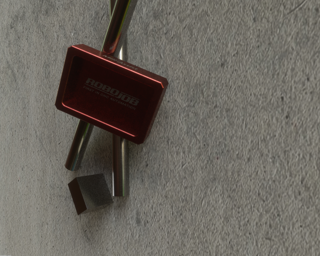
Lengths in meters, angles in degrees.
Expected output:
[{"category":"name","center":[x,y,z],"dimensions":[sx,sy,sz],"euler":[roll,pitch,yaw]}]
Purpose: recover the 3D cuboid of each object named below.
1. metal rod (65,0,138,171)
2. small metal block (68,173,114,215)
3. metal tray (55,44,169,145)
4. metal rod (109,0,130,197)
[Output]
[{"category":"metal rod","center":[-0.092,-0.052,0.451],"dimensions":[0.025,0.025,0.298],"euler":[45,125,30]},{"category":"small metal block","center":[-0.106,0.100,0.473],"dimensions":[0.025,0.050,0.050],"euler":[-38,67,33]},{"category":"metal tray","center":[-0.065,-0.044,0.407],"dimensions":[0.131,0.030,0.089],"euler":[23,113,5]},{"category":"metal rod","center":[-0.059,-0.052,0.451],"dimensions":[0.025,0.025,0.298],"euler":[-2,89,39]}]
